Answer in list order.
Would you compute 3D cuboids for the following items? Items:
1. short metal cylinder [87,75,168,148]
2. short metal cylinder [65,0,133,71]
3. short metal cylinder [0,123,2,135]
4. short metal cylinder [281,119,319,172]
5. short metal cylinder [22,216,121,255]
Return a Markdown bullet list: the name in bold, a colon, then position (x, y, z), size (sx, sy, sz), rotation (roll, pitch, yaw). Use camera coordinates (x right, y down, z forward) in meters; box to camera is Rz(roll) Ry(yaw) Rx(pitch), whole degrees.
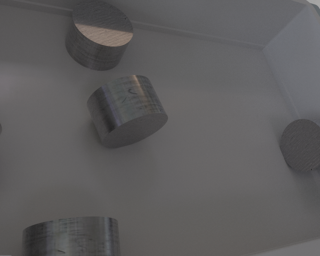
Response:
- **short metal cylinder**: position (-0.038, -0.017, 0.360), size (0.081, 0.080, 0.050), rotation (-13, 69, -34)
- **short metal cylinder**: position (-0.083, -0.125, 0.421), size (0.081, 0.050, 0.080), rotation (14, 56, -21)
- **short metal cylinder**: position (-0.187, 0.009, 0.264), size (0.080, 0.080, 0.050), rotation (20, 54, -16)
- **short metal cylinder**: position (0.238, 0.026, 0.482), size (0.050, 0.080, 0.080), rotation (1, 61, -28)
- **short metal cylinder**: position (-0.074, 0.110, 0.263), size (0.081, 0.080, 0.050), rotation (5, 60, -26)
